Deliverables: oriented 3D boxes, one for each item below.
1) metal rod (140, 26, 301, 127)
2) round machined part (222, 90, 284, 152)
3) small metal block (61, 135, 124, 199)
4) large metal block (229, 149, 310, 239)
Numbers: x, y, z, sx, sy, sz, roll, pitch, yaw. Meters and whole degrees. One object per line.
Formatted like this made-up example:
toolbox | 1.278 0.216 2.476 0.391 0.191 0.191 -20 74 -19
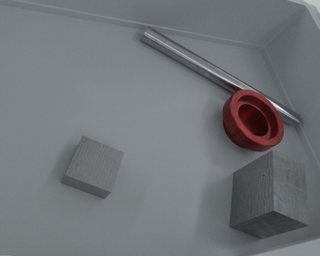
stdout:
metal rod | 0.107 -0.081 0.514 0.301 0.025 0.025 27 52 -12
round machined part | 0.137 -0.007 0.475 0.099 0.042 0.098 14 56 -21
small metal block | -0.073 0.043 0.341 0.050 0.025 0.050 24 53 -14
large metal block | 0.136 0.086 0.393 0.050 0.080 0.080 25 53 -14
